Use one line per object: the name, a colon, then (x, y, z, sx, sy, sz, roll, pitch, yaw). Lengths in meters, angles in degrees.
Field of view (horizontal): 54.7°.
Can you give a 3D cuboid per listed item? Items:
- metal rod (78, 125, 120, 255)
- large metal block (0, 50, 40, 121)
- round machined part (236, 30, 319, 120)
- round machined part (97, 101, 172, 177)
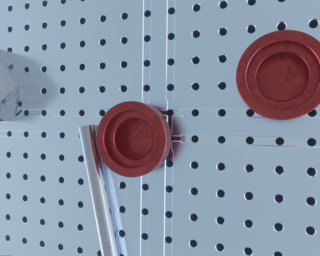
metal rod: (-0.077, 0.144, 0.439, 0.025, 0.025, 0.298, -13, 86, 19)
large metal block: (-0.253, -0.067, 0.488, 0.080, 0.050, 0.080, -42, 77, 15)
round machined part: (0.140, -0.058, 0.354, 0.098, 0.042, 0.097, 0, 90, 20)
round machined part: (-0.031, 0.014, 0.414, 0.098, 0.042, 0.097, 0, 90, 19)
